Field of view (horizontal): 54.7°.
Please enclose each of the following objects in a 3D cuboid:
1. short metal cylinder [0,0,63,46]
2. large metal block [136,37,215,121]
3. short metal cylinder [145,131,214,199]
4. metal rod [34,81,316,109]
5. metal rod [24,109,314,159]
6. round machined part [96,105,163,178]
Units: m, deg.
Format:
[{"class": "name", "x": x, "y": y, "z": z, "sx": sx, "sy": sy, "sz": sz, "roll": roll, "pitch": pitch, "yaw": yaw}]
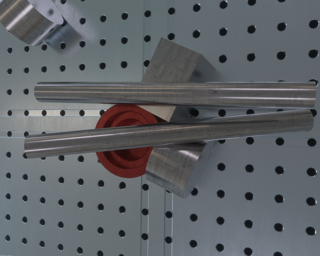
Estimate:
[{"class": "short metal cylinder", "x": -0.190, "y": -0.167, "z": 0.450, "sx": 0.050, "sy": 0.080, "sz": 0.080, "roll": -36, "pitch": 79, "yaw": 17}, {"class": "large metal block", "x": 0.019, "y": -0.053, "z": 0.376, "sx": 0.050, "sy": 0.080, "sz": 0.080, "roll": 28, "pitch": 99, "yaw": 18}, {"class": "short metal cylinder", "x": 0.025, "y": 0.038, "z": 0.374, "sx": 0.050, "sy": 0.080, "sz": 0.080, "roll": 25, "pitch": 98, "yaw": 18}, {"class": "metal rod", "x": -0.003, "y": -0.037, "z": 0.328, "sx": 0.301, "sy": 0.025, "sz": 0.025, "roll": 3, "pitch": 91, "yaw": 20}, {"class": "metal rod", "x": 0.012, "y": 0.006, "z": 0.333, "sx": 0.302, "sy": 0.025, "sz": 0.025, "roll": -6, "pitch": 88, "yaw": -2}, {"class": "round machined part", "x": -0.035, "y": 0.015, "z": 0.416, "sx": 0.098, "sy": 0.042, "sz": 0.097, "roll": 0, "pitch": 90, "yaw": 20}]
